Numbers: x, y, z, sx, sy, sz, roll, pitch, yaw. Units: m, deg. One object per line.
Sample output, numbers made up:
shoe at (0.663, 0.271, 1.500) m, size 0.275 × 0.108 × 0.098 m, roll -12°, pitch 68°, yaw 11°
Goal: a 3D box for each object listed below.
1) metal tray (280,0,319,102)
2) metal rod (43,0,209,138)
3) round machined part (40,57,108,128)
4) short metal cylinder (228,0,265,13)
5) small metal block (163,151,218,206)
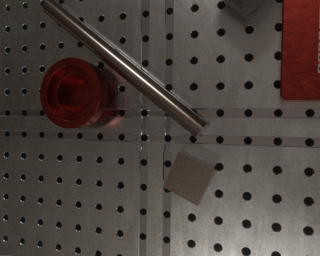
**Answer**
metal tray at (0.184, -0.095, 0.345) m, size 0.090 × 0.030 × 0.129 m, roll 2°, pitch 91°, yaw 19°
metal rod at (-0.057, -0.091, 0.431) m, size 0.300 × 0.025 × 0.025 m, roll 41°, pitch 103°, yaw 15°
round machined part at (-0.117, -0.048, 0.443) m, size 0.098 × 0.042 × 0.097 m, roll 0°, pitch 90°, yaw 19°
short metal cylinder at (0.103, -0.178, 0.347) m, size 0.050 × 0.080 × 0.080 m, roll 46°, pitch 104°, yaw 14°
small metal block at (0.039, 0.063, 0.398) m, size 0.050 × 0.025 × 0.050 m, roll 26°, pitch 98°, yaw 17°
